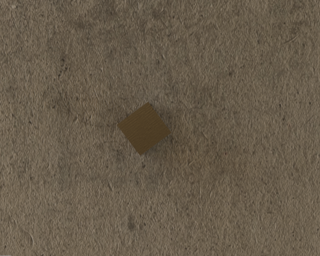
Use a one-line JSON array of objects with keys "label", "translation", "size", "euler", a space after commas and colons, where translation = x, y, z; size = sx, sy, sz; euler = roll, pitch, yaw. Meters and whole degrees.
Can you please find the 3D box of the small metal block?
[{"label": "small metal block", "translation": [-0.020, 0.001, 0.411], "size": [0.050, 0.025, 0.050], "euler": [-37, 90, 0]}]
